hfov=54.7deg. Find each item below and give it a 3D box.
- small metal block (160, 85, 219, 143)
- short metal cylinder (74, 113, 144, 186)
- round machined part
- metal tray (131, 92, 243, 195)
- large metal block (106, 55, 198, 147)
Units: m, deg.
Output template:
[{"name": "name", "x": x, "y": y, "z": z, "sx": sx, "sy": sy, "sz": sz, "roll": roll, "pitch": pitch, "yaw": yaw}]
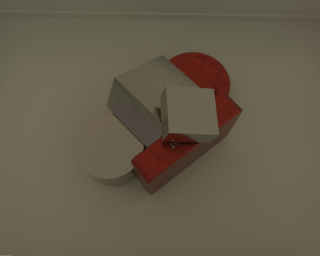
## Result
[{"name": "small metal block", "x": 0.029, "y": -0.013, "z": 0.312, "sx": 0.050, "sy": 0.025, "sz": 0.050, "roll": 2, "pitch": 69, "yaw": -14}, {"name": "short metal cylinder", "x": -0.059, "y": 0.028, "z": 0.383, "sx": 0.081, "sy": 0.050, "sz": 0.080, "roll": 0, "pitch": 70, "yaw": 0}, {"name": "round machined part", "x": 0.047, "y": -0.063, "z": 0.422, "sx": 0.099, "sy": 0.042, "sz": 0.098, "roll": 0, "pitch": 70, "yaw": -1}, {"name": "metal tray", "x": 0.030, "y": 0.021, "z": 0.365, "sx": 0.131, "sy": 0.090, "sz": 0.030, "roll": -36, "pitch": 74, "yaw": -13}, {"name": "large metal block", "x": -0.003, "y": -0.031, "z": 0.368, "sx": 0.080, "sy": 0.050, "sz": 0.081, "roll": 45, "pitch": 51, "yaw": 14}]
